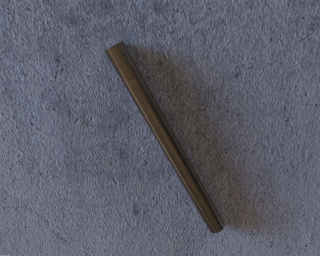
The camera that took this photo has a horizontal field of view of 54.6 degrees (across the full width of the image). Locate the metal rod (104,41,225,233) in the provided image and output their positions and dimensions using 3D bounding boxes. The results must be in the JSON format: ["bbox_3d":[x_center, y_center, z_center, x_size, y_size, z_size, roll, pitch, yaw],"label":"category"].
[{"bbox_3d":[0.015,0.025,0.418,0.025,0.025,0.299,-27,108,9],"label":"metal rod"}]
